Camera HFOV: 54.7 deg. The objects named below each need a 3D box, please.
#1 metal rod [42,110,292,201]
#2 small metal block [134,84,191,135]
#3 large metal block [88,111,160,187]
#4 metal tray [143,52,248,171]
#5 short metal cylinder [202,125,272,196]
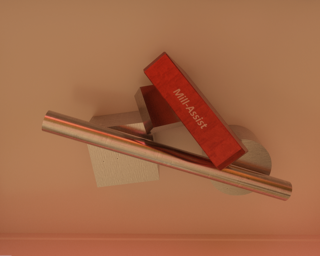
[{"bbox_3d":[0.014,0.035,0.369,0.302,0.025,0.025,17,109,-7],"label":"metal rod"},{"bbox_3d":[0.003,-0.024,0.365,0.050,0.025,0.050,-13,76,-24],"label":"small metal block"},{"bbox_3d":[-0.046,0.026,0.406,0.080,0.050,0.079,-7,110,2],"label":"large metal block"},{"bbox_3d":[0.043,-0.017,0.343,0.030,0.090,0.130,-39,76,12],"label":"metal tray"},{"bbox_3d":[0.100,0.042,0.413,0.081,0.050,0.079,0,110,-1],"label":"short metal cylinder"}]
